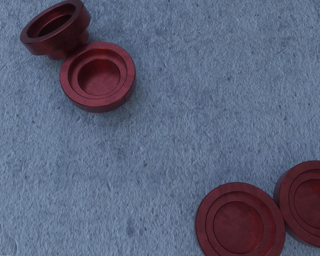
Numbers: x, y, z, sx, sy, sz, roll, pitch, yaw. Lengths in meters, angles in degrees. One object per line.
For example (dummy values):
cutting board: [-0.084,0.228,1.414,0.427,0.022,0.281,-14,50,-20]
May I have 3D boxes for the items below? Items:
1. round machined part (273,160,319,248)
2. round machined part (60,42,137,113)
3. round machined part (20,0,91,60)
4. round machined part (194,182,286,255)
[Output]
round machined part: [0.183,0.091,0.367,0.099,0.042,0.098,0,70,0]
round machined part: [-0.081,-0.065,0.422,0.099,0.042,0.098,0,70,0]
round machined part: [-0.139,-0.133,0.432,0.098,0.042,0.098,-14,47,16]
round machined part: [0.088,0.115,0.358,0.099,0.042,0.098,0,70,0]
